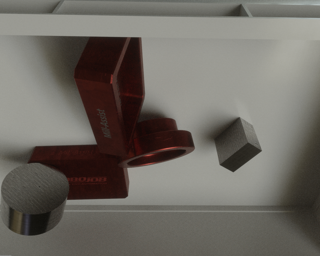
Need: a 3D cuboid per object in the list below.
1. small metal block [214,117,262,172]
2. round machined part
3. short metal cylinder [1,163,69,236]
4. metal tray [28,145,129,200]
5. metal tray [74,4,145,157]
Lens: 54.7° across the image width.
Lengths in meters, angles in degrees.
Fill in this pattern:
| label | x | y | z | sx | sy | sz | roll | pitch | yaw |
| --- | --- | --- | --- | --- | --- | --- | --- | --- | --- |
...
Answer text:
| label | x | y | z | sx | sy | sz | roll | pitch | yaw |
| --- | --- | --- | --- | --- | --- | --- | --- | --- | --- |
| small metal block | 0.102 | 0.022 | 0.413 | 0.025 | 0.050 | 0.050 | 29 | 124 | -23 |
| round machined part | -0.009 | 0.018 | 0.393 | 0.099 | 0.042 | 0.098 | -12 | 166 | -3 |
| short metal cylinder | -0.165 | 0.093 | 0.410 | 0.081 | 0.080 | 0.050 | 14 | 129 | -12 |
| metal tray | -0.116 | 0.068 | 0.462 | 0.131 | 0.030 | 0.089 | -2 | 130 | 1 |
| metal tray | -0.042 | -0.040 | 0.306 | 0.030 | 0.090 | 0.129 | 10 | 148 | 6 |
